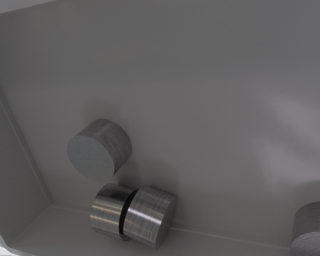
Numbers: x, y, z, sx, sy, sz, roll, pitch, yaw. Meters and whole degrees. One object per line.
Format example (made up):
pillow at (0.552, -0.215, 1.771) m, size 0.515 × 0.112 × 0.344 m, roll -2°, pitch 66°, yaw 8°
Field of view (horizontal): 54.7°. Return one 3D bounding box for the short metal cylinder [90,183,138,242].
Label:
short metal cylinder at (-0.064, 0.132, 0.489) m, size 0.050 × 0.080 × 0.079 m, roll 8°, pitch 122°, yaw 24°

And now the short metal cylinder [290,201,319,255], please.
short metal cylinder at (0.201, 0.135, 0.370) m, size 0.080 × 0.050 × 0.079 m, roll 13°, pitch 124°, yaw 21°

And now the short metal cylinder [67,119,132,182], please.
short metal cylinder at (-0.089, 0.033, 0.460) m, size 0.080 × 0.050 × 0.079 m, roll 13°, pitch 124°, yaw 21°

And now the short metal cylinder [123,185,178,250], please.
short metal cylinder at (-0.012, 0.131, 0.461) m, size 0.050 × 0.080 × 0.079 m, roll 18°, pitch 126°, yaw 18°
